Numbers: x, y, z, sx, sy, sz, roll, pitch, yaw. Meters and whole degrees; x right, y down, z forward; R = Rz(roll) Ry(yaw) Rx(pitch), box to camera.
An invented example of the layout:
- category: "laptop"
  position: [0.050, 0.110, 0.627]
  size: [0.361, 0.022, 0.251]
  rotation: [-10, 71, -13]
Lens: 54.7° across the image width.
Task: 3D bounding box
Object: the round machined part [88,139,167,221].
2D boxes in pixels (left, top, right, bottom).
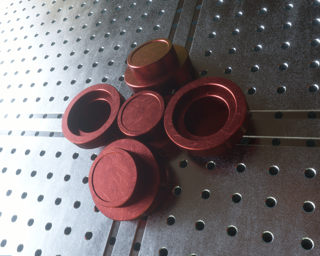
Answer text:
- category: "round machined part"
  position: [-0.045, 0.060, 0.368]
  size: [0.098, 0.042, 0.098]
  rotation: [-8, 73, 26]

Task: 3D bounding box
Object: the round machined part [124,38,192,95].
- category: "round machined part"
  position: [-0.007, -0.091, 0.441]
  size: [0.098, 0.042, 0.098]
  rotation: [-16, 41, 15]

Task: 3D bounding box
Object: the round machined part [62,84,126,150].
- category: "round machined part"
  position: [-0.089, -0.013, 0.450]
  size: [0.098, 0.042, 0.098]
  rotation: [-13, 56, 20]

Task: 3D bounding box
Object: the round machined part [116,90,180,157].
- category: "round machined part"
  position: [-0.016, -0.011, 0.410]
  size: [0.098, 0.042, 0.098]
  rotation: [-13, 56, 20]

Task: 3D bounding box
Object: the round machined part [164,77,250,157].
- category: "round machined part"
  position: [0.058, -0.010, 0.371]
  size: [0.098, 0.042, 0.098]
  rotation: [-13, 56, 20]
